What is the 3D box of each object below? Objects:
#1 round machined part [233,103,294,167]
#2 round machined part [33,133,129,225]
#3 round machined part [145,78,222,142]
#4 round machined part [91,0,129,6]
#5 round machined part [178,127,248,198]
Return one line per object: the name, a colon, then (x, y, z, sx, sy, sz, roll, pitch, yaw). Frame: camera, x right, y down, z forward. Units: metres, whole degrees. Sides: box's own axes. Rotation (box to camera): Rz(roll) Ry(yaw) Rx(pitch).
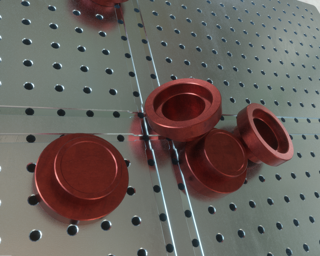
round machined part: (0.149, 0.014, 0.463, 0.099, 0.042, 0.098, 25, 44, -26)
round machined part: (-0.079, 0.048, 0.326, 0.099, 0.042, 0.098, 14, 56, -21)
round machined part: (0.032, -0.020, 0.408, 0.099, 0.042, 0.098, -7, 43, 7)
round machined part: (-0.088, -0.235, 0.494, 0.099, 0.042, 0.098, 14, 56, -21)
round machined part: (0.078, 0.040, 0.417, 0.099, 0.042, 0.098, 14, 56, -21)
